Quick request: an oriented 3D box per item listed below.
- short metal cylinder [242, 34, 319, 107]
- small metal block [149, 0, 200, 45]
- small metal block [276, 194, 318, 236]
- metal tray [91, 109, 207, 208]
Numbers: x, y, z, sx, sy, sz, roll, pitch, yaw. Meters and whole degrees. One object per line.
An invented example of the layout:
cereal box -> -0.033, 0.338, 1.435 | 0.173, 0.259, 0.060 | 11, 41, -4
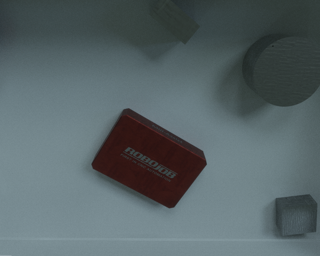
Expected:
short metal cylinder -> 0.146, -0.071, 0.374 | 0.081, 0.050, 0.079 | 0, 110, -1
small metal block -> 0.016, -0.123, 0.353 | 0.050, 0.050, 0.025 | 37, 106, -13
small metal block -> 0.203, 0.130, 0.462 | 0.050, 0.025, 0.050 | -7, 110, 2
metal tray -> -0.014, 0.043, 0.425 | 0.131, 0.030, 0.090 | 30, 107, -11
